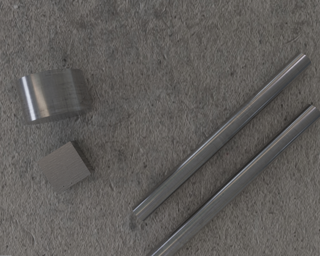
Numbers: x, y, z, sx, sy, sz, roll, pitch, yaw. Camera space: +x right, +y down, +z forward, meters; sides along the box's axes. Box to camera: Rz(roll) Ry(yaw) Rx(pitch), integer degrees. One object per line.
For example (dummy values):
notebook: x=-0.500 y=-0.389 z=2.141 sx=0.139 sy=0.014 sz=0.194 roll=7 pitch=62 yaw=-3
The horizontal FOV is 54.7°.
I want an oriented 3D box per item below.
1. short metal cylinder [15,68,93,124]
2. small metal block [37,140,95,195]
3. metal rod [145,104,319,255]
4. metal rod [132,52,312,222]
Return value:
short metal cylinder: x=-0.129 y=-0.037 z=0.381 sx=0.080 sy=0.080 sz=0.050 roll=-14 pitch=90 yaw=0
small metal block: x=-0.123 y=0.051 z=0.409 sx=0.050 sy=0.025 sz=0.050 roll=-32 pitch=90 yaw=0
metal rod: x=0.095 y=0.080 z=0.410 sx=0.300 sy=0.025 sz=0.025 roll=-43 pitch=90 yaw=0
metal rod: x=0.081 y=0.011 z=0.410 sx=0.300 sy=0.025 sz=0.025 roll=-43 pitch=90 yaw=0
